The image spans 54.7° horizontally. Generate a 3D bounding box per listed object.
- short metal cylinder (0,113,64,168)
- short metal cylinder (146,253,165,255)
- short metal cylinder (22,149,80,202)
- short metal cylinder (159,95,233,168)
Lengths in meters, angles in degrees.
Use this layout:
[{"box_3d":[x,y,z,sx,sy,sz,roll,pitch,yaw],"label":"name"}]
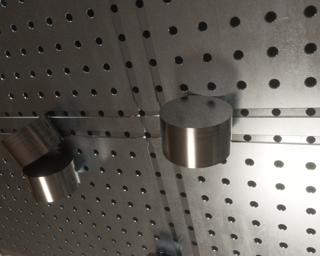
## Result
[{"box_3d":[-0.202,0.019,0.491,0.080,0.080,0.050,-22,107,36],"label":"short metal cylinder"},{"box_3d":[-0.001,0.264,0.538,0.050,0.080,0.079,7,122,24],"label":"short metal cylinder"},{"box_3d":[-0.179,0.077,0.515,0.080,0.080,0.050,7,122,24],"label":"short metal cylinder"},{"box_3d":[0.041,0.002,0.354,0.080,0.080,0.050,9,122,23],"label":"short metal cylinder"}]
